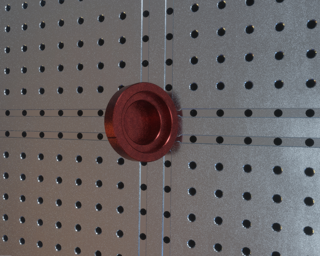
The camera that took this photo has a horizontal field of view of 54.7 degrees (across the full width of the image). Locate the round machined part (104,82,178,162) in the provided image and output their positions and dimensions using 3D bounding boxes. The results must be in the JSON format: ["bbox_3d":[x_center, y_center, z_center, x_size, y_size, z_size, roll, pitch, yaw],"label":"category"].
[{"bbox_3d":[-0.027,-0.007,0.392,0.042,0.099,0.097,-3,89,51],"label":"round machined part"}]
